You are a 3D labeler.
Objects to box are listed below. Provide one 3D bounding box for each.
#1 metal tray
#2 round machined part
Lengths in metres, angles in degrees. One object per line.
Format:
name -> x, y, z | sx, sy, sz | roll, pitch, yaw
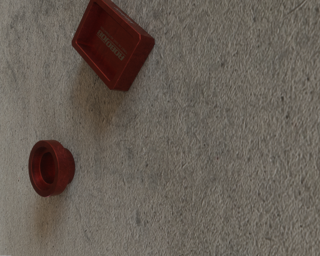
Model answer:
metal tray -> -0.074, -0.127, 0.460 | 0.130, 0.030, 0.089 | 48, 118, 29
round machined part -> -0.187, 0.069, 0.545 | 0.098, 0.042, 0.097 | 0, 90, 39
